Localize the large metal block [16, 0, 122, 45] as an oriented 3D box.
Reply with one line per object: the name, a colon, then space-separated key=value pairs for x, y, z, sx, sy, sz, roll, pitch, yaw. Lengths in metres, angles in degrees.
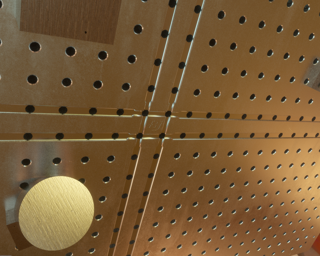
large metal block: x=-0.080 y=-0.125 z=0.274 sx=0.081 sy=0.050 sz=0.079 roll=1 pitch=118 yaw=-29

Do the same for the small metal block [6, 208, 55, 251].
small metal block: x=-0.164 y=0.124 z=0.399 sx=0.050 sy=0.025 sz=0.050 roll=-16 pitch=125 yaw=-20

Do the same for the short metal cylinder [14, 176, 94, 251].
short metal cylinder: x=-0.125 y=0.097 z=0.363 sx=0.081 sy=0.050 sz=0.080 roll=5 pitch=80 yaw=-30

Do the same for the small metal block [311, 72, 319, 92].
small metal block: x=0.293 y=-0.083 z=0.524 sx=0.050 sy=0.025 sz=0.050 roll=5 pitch=116 yaw=-31
